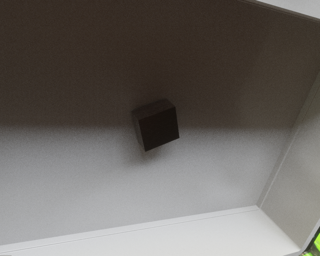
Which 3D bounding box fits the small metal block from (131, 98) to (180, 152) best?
[{"bbox_3d":[-0.005,-0.004,0.400,0.050,0.025,0.050,-21,127,-16],"label":"small metal block"}]
